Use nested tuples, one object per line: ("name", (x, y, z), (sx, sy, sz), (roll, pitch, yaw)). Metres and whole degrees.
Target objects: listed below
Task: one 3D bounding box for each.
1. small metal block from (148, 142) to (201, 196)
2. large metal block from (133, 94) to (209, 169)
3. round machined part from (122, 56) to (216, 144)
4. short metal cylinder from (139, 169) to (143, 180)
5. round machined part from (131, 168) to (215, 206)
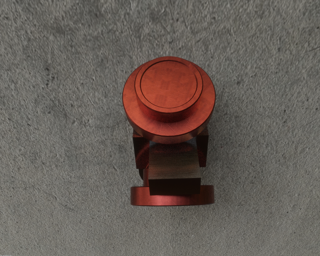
("small metal block", (0.014, 0.042, 0.322), (0.050, 0.050, 0.025), (-2, 130, 1))
("large metal block", (0.012, 0.002, 0.373), (0.081, 0.080, 0.050), (-2, 130, 1))
("round machined part", (0.009, -0.036, 0.325), (0.099, 0.098, 0.042), (-2, 155, 1))
("short metal cylinder", (0.012, 0.041, 0.428), (0.081, 0.050, 0.079), (0, 130, 0))
("round machined part", (0.014, 0.069, 0.370), (0.099, 0.042, 0.098), (-1, 169, 0))
